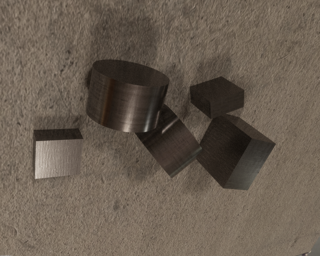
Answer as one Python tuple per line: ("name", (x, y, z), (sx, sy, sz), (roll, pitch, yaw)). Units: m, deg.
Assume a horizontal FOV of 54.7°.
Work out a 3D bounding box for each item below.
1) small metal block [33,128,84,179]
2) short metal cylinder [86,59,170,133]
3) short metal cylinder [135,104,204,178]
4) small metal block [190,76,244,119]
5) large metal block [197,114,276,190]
("small metal block", (-0.119, 0.029, 0.360), (0.050, 0.025, 0.050), (-2, 120, -28))
("short metal cylinder", (-0.035, -0.036, 0.331), (0.081, 0.080, 0.050), (0, 118, -29))
("short metal cylinder", (0.009, 0.016, 0.388), (0.050, 0.080, 0.080), (-39, 130, -2))
("small metal block", (0.074, -0.041, 0.408), (0.050, 0.050, 0.025), (-20, 126, -17))
("large metal block", (0.105, 0.033, 0.451), (0.050, 0.080, 0.079), (12, 112, -34))
